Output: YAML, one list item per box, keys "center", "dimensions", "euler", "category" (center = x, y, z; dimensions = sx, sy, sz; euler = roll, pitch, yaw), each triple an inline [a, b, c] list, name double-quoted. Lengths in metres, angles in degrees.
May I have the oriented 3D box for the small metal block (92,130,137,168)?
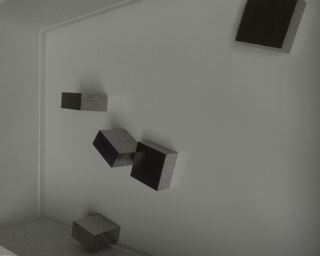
- center: [-0.058, 0.028, 0.436]
  dimensions: [0.050, 0.050, 0.025]
  euler: [45, 117, 30]
  category: "small metal block"

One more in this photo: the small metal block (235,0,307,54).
- center: [0.111, -0.107, 0.314]
  dimensions: [0.050, 0.025, 0.050]
  euler: [24, 105, 37]
  category: "small metal block"

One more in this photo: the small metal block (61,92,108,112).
- center: [-0.118, -0.041, 0.485]
  dimensions: [0.050, 0.050, 0.025]
  euler: [8, 95, 39]
  category: "small metal block"

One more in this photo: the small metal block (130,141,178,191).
- center: [-0.008, 0.049, 0.412]
  dimensions: [0.050, 0.025, 0.050]
  euler: [22, 104, 37]
  category: "small metal block"

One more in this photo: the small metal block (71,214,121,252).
- center: [-0.096, 0.156, 0.467]
  dimensions: [0.050, 0.050, 0.025]
  euler: [16, 100, 38]
  category: "small metal block"
